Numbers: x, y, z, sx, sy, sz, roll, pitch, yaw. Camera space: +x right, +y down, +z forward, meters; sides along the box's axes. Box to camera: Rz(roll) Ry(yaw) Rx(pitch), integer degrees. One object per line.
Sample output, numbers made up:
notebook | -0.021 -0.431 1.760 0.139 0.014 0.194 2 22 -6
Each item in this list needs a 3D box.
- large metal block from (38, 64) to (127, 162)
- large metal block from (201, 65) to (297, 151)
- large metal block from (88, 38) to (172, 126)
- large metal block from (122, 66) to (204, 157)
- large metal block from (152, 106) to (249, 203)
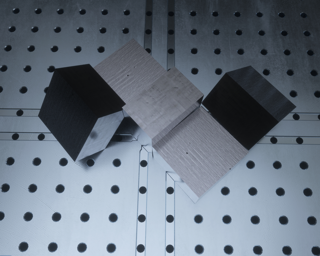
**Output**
large metal block | -0.096 -0.020 0.382 0.080 0.080 0.050 47 38 15
large metal block | 0.112 -0.029 0.387 0.080 0.050 0.081 47 37 14
large metal block | -0.039 -0.059 0.420 0.080 0.050 0.080 -40 76 -12
large metal block | 0.003 -0.018 0.389 0.080 0.080 0.050 -40 76 -13
large metal block | 0.048 0.034 0.386 0.080 0.050 0.080 -39 73 -13
